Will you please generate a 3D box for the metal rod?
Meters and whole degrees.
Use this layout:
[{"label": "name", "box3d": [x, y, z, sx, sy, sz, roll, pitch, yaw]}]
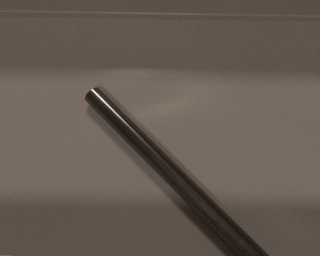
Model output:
[{"label": "metal rod", "box3d": [0.012, 0.055, 0.389, 0.025, 0.025, 0.300, -43, 76, -14]}]
